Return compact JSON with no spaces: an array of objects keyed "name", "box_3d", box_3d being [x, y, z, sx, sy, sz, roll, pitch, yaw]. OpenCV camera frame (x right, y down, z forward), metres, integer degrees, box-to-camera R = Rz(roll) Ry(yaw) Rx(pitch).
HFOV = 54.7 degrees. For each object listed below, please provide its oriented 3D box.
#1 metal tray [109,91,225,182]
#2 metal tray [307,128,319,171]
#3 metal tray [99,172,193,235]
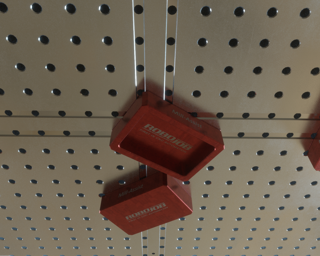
[{"name":"metal tray","box_3d":[0.010,0.016,0.422,0.131,0.030,0.090,27,125,-22]},{"name":"metal tray","box_3d":[0.267,0.004,0.415,0.091,0.030,0.129,1,130,-2]},{"name":"metal tray","box_3d":[-0.023,0.129,0.518,0.130,0.030,0.090,-26,126,20]}]
